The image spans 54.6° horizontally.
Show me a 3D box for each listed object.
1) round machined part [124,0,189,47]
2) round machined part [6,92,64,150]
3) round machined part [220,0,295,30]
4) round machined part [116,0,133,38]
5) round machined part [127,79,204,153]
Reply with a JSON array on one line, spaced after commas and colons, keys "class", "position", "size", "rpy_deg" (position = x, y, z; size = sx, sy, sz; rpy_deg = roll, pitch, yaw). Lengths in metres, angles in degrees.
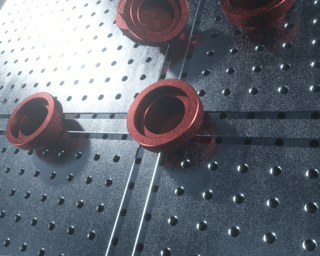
[{"class": "round machined part", "position": [-0.006, -0.176, 0.489], "size": [0.099, 0.042, 0.097], "rpy_deg": [0, 88, -1]}, {"class": "round machined part", "position": [-0.198, -0.007, 0.507], "size": [0.098, 0.042, 0.098], "rpy_deg": [-13, 56, 21]}, {"class": "round machined part", "position": [0.138, -0.177, 0.434], "size": [0.098, 0.042, 0.098], "rpy_deg": [-13, 56, 21]}, {"class": "round machined part", "position": [-0.037, -0.211, 0.547], "size": [0.098, 0.042, 0.098], "rpy_deg": [-13, 56, 21]}, {"class": "round machined part", "position": [0.010, -0.012, 0.400], "size": [0.098, 0.042, 0.098], "rpy_deg": [-13, 56, 21]}]
